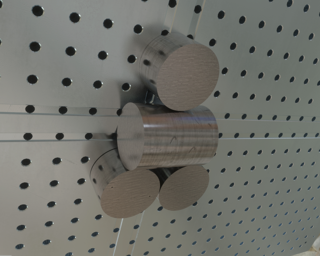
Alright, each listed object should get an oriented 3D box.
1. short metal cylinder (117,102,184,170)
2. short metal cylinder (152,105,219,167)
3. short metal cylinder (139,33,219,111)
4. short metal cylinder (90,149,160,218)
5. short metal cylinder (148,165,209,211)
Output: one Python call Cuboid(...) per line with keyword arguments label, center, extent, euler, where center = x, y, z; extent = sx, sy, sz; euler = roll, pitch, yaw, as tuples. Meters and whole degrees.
Cuboid(label="short metal cylinder", center=(-0.014, 0.010, 0.376), extent=(0.050, 0.080, 0.079), euler=(0, 118, -29))
Cuboid(label="short metal cylinder", center=(0.030, 0.009, 0.400), extent=(0.050, 0.080, 0.079), euler=(0, 118, -29))
Cuboid(label="short metal cylinder", center=(0.022, -0.067, 0.367), extent=(0.081, 0.050, 0.079), euler=(-14, 125, -21))
Cuboid(label="short metal cylinder", center=(-0.047, 0.073, 0.415), extent=(0.081, 0.050, 0.079), euler=(-14, 125, -21))
Cuboid(label="short metal cylinder", center=(0.024, 0.073, 0.454), extent=(0.081, 0.050, 0.079), euler=(-14, 125, -21))
